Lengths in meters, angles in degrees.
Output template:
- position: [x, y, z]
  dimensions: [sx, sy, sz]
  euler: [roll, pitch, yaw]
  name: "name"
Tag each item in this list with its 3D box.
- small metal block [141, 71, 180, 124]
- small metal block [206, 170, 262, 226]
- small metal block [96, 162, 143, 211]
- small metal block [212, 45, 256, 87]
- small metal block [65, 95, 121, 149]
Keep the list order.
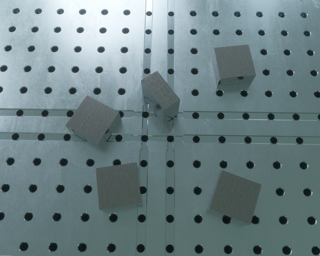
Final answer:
- position: [0.000, -0.040, 0.413]
  dimensions: [0.025, 0.050, 0.050]
  euler: [-33, 74, -11]
  name: "small metal block"
- position: [0.090, 0.086, 0.381]
  dimensions: [0.050, 0.025, 0.050]
  euler: [20, 71, 7]
  name: "small metal block"
- position: [-0.050, 0.073, 0.385]
  dimensions: [0.050, 0.025, 0.050]
  euler: [-8, 70, -3]
  name: "small metal block"
- position: [0.104, -0.089, 0.445]
  dimensions: [0.050, 0.025, 0.050]
  euler: [-6, 70, -2]
  name: "small metal block"
- position: [-0.088, -0.008, 0.414]
  dimensions: [0.050, 0.025, 0.050]
  euler: [28, 72, 9]
  name: "small metal block"
